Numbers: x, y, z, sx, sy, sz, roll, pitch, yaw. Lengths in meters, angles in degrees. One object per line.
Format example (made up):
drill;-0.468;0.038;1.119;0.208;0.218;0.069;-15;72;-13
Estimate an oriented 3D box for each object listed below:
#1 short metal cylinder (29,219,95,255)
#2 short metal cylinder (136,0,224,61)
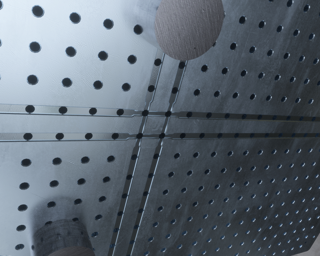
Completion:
short metal cylinder;-0.136;0.174;0.430;0.081;0.050;0.079;-14;125;-21
short metal cylinder;0.021;-0.119;0.334;0.081;0.050;0.079;-14;125;-21
